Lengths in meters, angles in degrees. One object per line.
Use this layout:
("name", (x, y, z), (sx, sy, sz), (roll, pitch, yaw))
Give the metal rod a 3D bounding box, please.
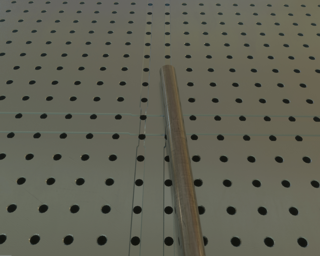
("metal rod", (0.023, 0.026, 0.385), (0.025, 0.025, 0.300), (-3, 50, -3))
